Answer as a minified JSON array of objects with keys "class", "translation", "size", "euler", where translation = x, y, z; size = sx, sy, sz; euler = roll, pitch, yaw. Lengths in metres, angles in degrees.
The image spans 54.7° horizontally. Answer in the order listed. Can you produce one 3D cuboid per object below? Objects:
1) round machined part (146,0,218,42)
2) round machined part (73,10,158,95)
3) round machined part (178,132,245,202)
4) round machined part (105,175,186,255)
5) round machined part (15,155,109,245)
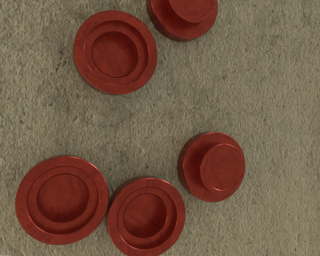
[{"class":"round machined part","translation":[0.035,-0.169,0.412],"size":[0.099,0.042,0.097],"euler":[0,90,-20]},{"class":"round machined part","translation":[-0.056,-0.088,0.379],"size":[0.099,0.042,0.097],"euler":[0,90,-20]},{"class":"round machined part","translation":[0.077,0.054,0.428],"size":[0.099,0.042,0.097],"euler":[0,90,-20]},{"class":"round machined part","translation":[-0.021,0.109,0.392],"size":[0.099,0.042,0.097],"euler":[0,90,-20]},{"class":"round machined part","translation":[-0.112,0.079,0.359],"size":[0.099,0.042,0.097],"euler":[0,90,-20]}]
